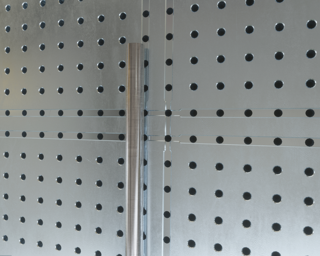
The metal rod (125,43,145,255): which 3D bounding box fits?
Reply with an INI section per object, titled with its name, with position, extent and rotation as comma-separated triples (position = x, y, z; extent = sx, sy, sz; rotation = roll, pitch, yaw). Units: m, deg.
[metal rod]
position = -0.035, 0.036, 0.423
extent = 0.025, 0.025, 0.298
rotation = 0, 90, 19
